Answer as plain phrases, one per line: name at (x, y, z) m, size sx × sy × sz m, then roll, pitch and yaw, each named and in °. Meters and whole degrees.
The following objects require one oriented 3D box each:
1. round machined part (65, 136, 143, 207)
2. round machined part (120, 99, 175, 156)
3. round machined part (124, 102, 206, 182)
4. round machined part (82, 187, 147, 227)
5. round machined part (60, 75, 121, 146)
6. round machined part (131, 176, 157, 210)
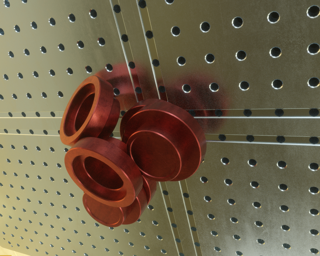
round machined part at (-0.064, 0.049, 0.382) m, size 0.098 × 0.042 × 0.097 m, roll 17°, pitch 134°, yaw 19°
round machined part at (-0.009, 0.016, 0.388) m, size 0.098 × 0.042 × 0.097 m, roll 13°, pitch 124°, yaw 21°
round machined part at (0.000, 0.023, 0.359) m, size 0.098 × 0.042 × 0.097 m, roll 13°, pitch 123°, yaw 21°
round machined part at (-0.071, 0.104, 0.448) m, size 0.098 × 0.042 × 0.097 m, roll 13°, pitch 124°, yaw 21°
round machined part at (-0.090, -0.017, 0.413) m, size 0.042 × 0.098 × 0.098 m, roll 26°, pitch 138°, yaw -35°
round machined part at (-0.058, 0.085, 0.457) m, size 0.098 × 0.042 × 0.097 m, roll 13°, pitch 124°, yaw 21°
